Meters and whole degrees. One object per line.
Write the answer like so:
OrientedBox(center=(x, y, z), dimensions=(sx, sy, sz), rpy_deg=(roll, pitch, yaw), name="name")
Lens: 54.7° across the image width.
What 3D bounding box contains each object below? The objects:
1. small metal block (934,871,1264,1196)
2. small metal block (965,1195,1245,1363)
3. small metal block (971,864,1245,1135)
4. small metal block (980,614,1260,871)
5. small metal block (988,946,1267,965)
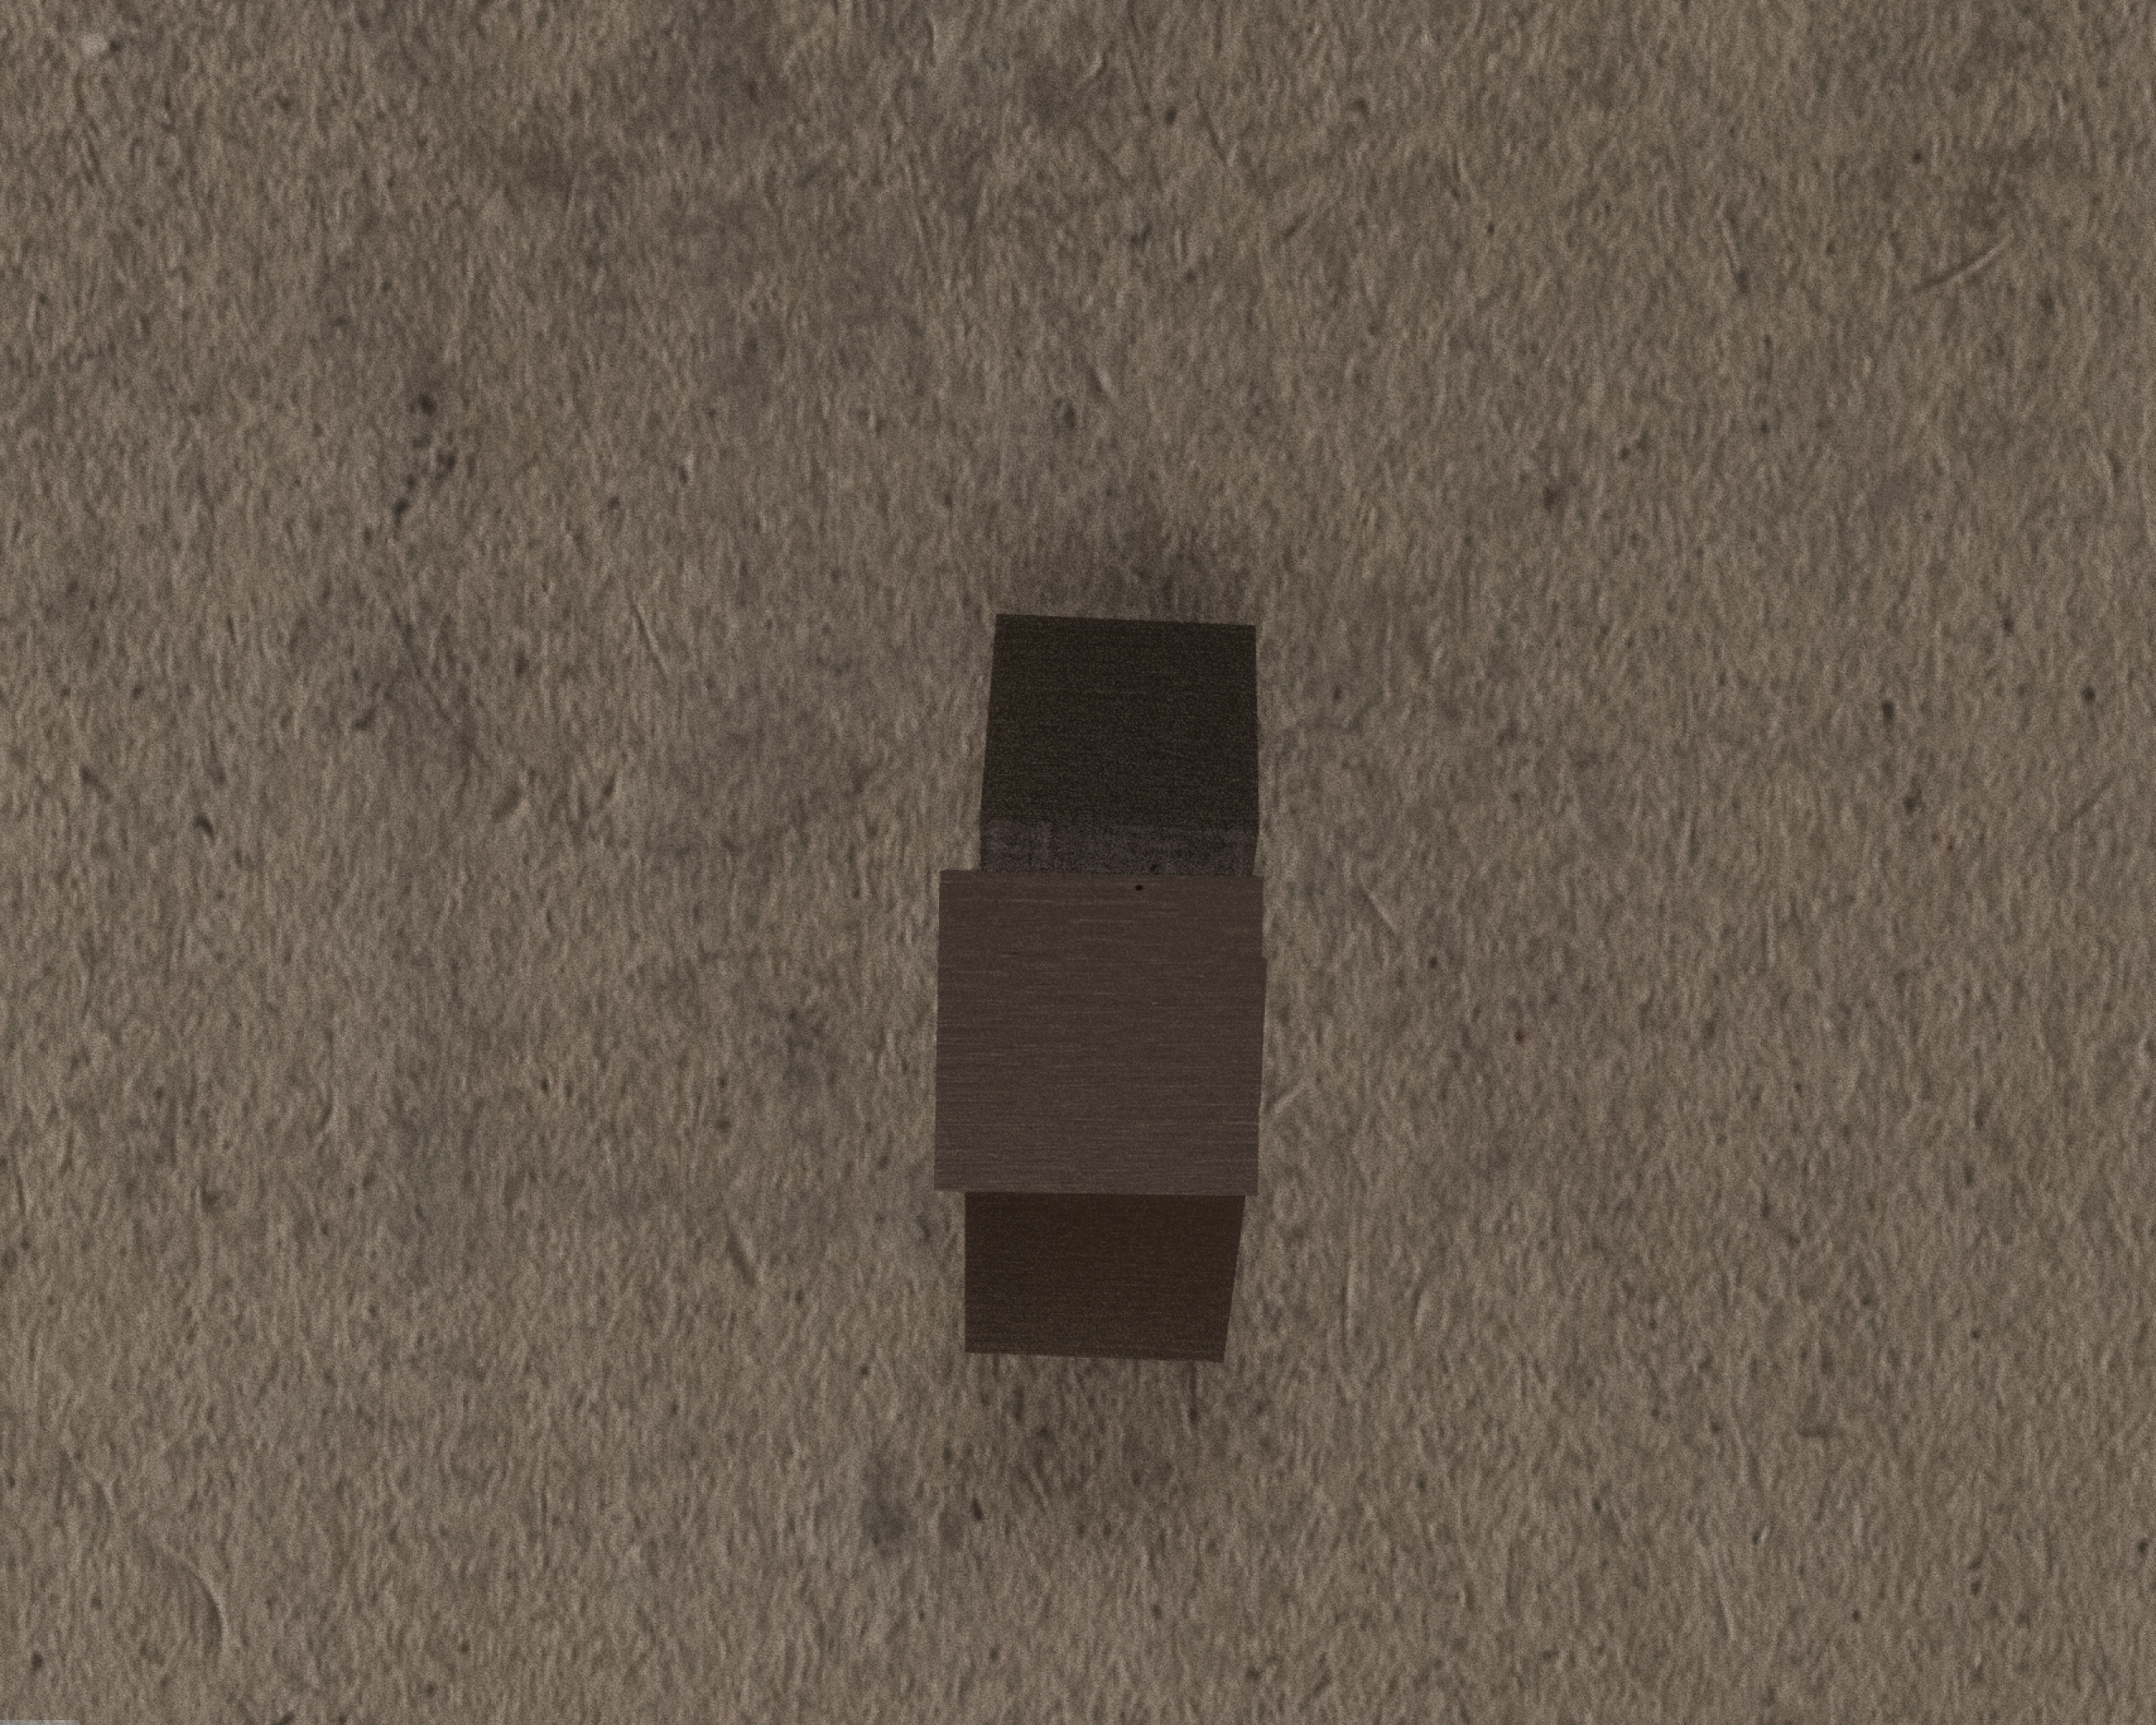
OrientedBox(center=(0.003, 0.027, 0.336), dimensions=(0.050, 0.025, 0.050), rpy_deg=(1, 90, -1), name="small metal block")
OrientedBox(center=(0.004, 0.069, 0.399), dimensions=(0.050, 0.025, 0.050), rpy_deg=(2, 131, -1), name="small metal block")
OrientedBox(center=(0.006, 0.026, 0.412), dimensions=(0.050, 0.025, 0.050), rpy_deg=(2, 90, -1), name="small metal block")
OrientedBox(center=(0.008, -0.020, 0.399), dimensions=(0.050, 0.025, 0.050), rpy_deg=(3, 54, 0), name="small metal block")
OrientedBox(center=(0.006, 0.027, 0.373), dimensions=(0.050, 0.050, 0.025), rpy_deg=(2, 90, -1), name="small metal block")
